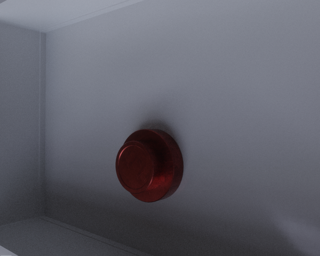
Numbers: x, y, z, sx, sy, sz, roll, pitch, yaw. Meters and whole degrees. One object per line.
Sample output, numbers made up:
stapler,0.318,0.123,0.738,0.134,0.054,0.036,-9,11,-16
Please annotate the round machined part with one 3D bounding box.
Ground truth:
round machined part,-0.021,0.050,0.411,0.098,0.042,0.097,0,90,39
